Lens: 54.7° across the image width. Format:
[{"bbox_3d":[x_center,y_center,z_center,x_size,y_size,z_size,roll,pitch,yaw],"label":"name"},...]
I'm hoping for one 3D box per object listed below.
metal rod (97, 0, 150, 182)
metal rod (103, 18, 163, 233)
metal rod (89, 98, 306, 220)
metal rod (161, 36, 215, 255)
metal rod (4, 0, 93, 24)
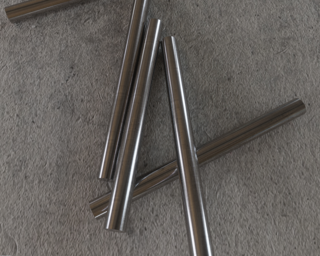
[{"bbox_3d":[-0.046,-0.075,0.434,0.025,0.025,0.299,7,70,2],"label":"metal rod"},{"bbox_3d":[-0.028,-0.022,0.399,0.025,0.025,0.299,8,64,3],"label":"metal rod"},{"bbox_3d":[0.054,0.035,0.395,0.302,0.025,0.025,-26,72,-9],"label":"metal rod"},{"bbox_3d":[0.028,0.005,0.383,0.025,0.025,0.299,-6,62,-2],"label":"metal rod"},{"bbox_3d":[-0.088,-0.221,0.487,0.302,0.025,0.025,-20,71,-7],"label":"metal rod"}]
